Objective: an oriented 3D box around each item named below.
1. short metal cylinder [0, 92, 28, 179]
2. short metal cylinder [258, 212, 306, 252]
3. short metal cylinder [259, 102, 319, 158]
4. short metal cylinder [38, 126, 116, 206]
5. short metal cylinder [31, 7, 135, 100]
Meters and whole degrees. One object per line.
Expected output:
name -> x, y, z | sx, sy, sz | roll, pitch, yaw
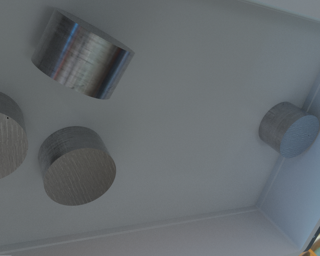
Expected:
short metal cylinder -> -0.175, 0.007, 0.302 | 0.081, 0.050, 0.079 | -14, 125, -21
short metal cylinder -> 0.258, 0.221, 0.657 | 0.050, 0.080, 0.080 | 17, 109, -35
short metal cylinder -> 0.213, 0.003, 0.514 | 0.081, 0.050, 0.079 | -14, 125, -21
short metal cylinder -> -0.099, 0.044, 0.367 | 0.081, 0.050, 0.079 | -14, 125, -21
short metal cylinder -> -0.071, -0.069, 0.292 | 0.080, 0.080, 0.050 | 21, 107, -36
